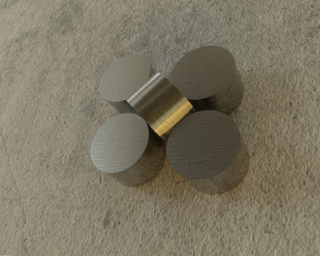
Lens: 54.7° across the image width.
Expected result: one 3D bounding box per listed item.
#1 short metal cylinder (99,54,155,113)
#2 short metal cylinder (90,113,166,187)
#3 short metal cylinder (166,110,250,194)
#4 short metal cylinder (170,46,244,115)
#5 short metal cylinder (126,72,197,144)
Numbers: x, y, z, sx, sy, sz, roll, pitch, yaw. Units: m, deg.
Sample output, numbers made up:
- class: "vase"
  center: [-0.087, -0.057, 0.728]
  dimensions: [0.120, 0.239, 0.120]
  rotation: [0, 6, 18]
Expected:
- class: "short metal cylinder"
  center: [-0.039, -0.058, 0.442]
  dimensions: [0.080, 0.050, 0.080]
  rotation: [-13, 56, 20]
- class: "short metal cylinder"
  center: [-0.039, 0.028, 0.390]
  dimensions: [0.080, 0.050, 0.080]
  rotation: [-13, 56, 20]
- class: "short metal cylinder"
  center: [0.054, 0.027, 0.342]
  dimensions: [0.080, 0.050, 0.080]
  rotation: [-13, 56, 20]
- class: "short metal cylinder"
  center: [0.060, -0.056, 0.389]
  dimensions: [0.080, 0.050, 0.080]
  rotation: [-13, 56, 20]
- class: "short metal cylinder"
  center: [0.004, -0.022, 0.381]
  dimensions: [0.050, 0.080, 0.080]
  rotation: [-43, 51, -1]
